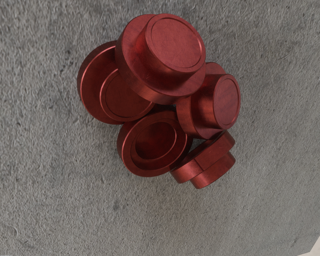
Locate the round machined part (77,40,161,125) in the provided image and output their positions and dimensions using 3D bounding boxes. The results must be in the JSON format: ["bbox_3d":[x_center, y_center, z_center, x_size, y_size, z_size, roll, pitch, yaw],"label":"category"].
[{"bbox_3d":[-0.040,-0.046,0.350,0.099,0.042,0.097,-14,125,-21],"label":"round machined part"}]

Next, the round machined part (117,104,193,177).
[{"bbox_3d":[-0.009,0.012,0.401,0.099,0.042,0.097,-14,125,-21],"label":"round machined part"}]

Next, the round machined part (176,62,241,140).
[{"bbox_3d":[0.067,-0.033,0.387,0.099,0.042,0.097,-8,101,-49],"label":"round machined part"}]

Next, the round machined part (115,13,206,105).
[{"bbox_3d":[0.007,-0.077,0.318,0.099,0.098,0.042,1,160,-29],"label":"round machined part"}]

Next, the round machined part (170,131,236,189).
[{"bbox_3d":[0.065,0.047,0.428,0.098,0.098,0.042,-37,89,-4],"label":"round machined part"}]
